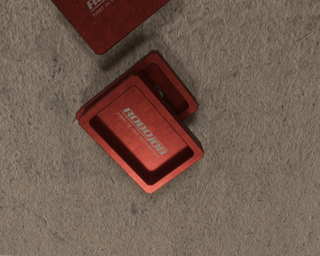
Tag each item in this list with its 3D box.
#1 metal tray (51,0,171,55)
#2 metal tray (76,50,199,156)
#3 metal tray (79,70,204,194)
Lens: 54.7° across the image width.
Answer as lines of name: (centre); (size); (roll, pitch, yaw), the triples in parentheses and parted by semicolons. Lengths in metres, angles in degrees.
metal tray: (-0.047, -0.157, 0.349); (0.130, 0.030, 0.090); (-36, 107, 12)
metal tray: (-0.029, -0.025, 0.397); (0.130, 0.030, 0.090); (-37, 107, 12)
metal tray: (-0.020, 0.007, 0.376); (0.090, 0.030, 0.130); (-38, 106, 12)
